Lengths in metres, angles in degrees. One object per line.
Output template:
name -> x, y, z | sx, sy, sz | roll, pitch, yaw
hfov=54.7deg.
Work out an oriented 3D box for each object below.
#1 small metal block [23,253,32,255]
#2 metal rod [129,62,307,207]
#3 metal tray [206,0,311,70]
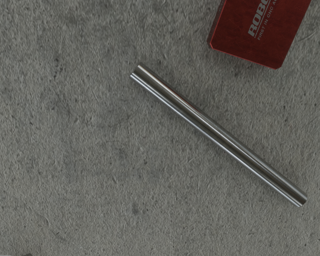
small metal block -> -0.219, 0.235, 0.494 | 0.050, 0.025, 0.050 | -24, 109, 8
metal rod -> 0.086, 0.016, 0.416 | 0.301, 0.025, 0.025 | 37, 106, -13
metal tray -> 0.119, -0.143, 0.356 | 0.091, 0.030, 0.129 | 17, 109, -7
